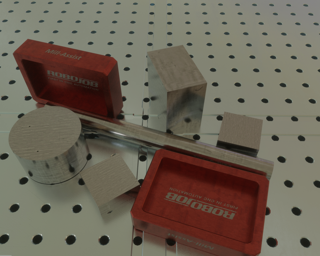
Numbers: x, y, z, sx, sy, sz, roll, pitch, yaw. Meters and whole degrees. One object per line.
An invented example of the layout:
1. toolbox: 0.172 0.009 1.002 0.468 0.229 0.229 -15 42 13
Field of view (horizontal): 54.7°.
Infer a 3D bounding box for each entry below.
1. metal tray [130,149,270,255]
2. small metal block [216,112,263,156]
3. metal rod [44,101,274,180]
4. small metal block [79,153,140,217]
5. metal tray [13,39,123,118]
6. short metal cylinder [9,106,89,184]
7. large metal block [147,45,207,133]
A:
1. metal tray: 0.045 0.080 0.336 0.131 0.030 0.090 14 52 11
2. small metal block: 0.102 0.010 0.399 0.050 0.025 0.050 13 51 11
3. metal rod: -0.012 0.013 0.396 0.301 0.025 0.025 15 52 12
4. small metal block: -0.057 0.064 0.354 0.050 0.025 0.050 -26 55 -20
5. metal tray: -0.119 -0.062 0.415 0.131 0.090 0.030 14 52 12
6. short metal cylinder: -0.131 0.020 0.373 0.080 0.050 0.080 0 50 0
7. large metal block: 0.020 -0.051 0.417 0.050 0.080 0.080 -14 52 -12
